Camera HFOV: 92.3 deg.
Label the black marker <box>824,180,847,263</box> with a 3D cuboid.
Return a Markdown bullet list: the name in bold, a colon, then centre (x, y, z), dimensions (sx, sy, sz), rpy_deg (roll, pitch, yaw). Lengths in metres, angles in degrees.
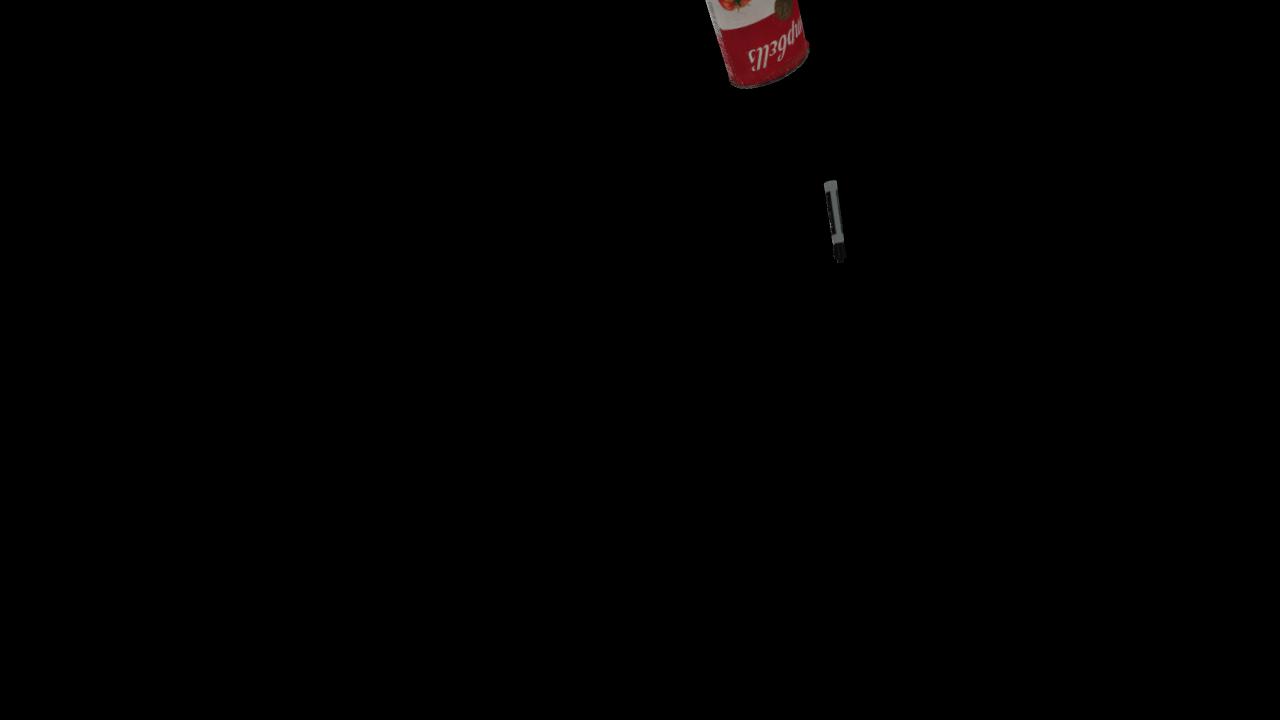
- **black marker**: centre (0.291, -0.205, 0.914), dimensions (0.020, 0.121, 0.020), rpy_deg (-7, 0, 0)

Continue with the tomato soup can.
- **tomato soup can**: centre (0.087, -0.275, 0.475), dimensions (0.068, 0.068, 0.101), rpy_deg (0, -39, 30)
